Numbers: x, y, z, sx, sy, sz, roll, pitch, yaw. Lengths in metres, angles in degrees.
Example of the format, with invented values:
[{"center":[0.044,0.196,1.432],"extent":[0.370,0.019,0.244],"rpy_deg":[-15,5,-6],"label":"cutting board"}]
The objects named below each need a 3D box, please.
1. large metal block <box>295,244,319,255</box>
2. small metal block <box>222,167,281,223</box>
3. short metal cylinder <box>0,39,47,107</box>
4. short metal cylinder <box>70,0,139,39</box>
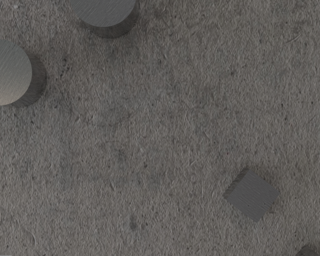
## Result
[{"center":[0.203,0.215,0.399],"extent":[0.080,0.050,0.080],"rpy_deg":[42,90,0],"label":"large metal block"},{"center":[0.120,0.088,0.411],"extent":[0.050,0.025,0.050],"rpy_deg":[38,90,0],"label":"small metal block"},{"center":[-0.194,-0.067,0.396],"extent":[0.081,0.050,0.079],"rpy_deg":[0,90,0],"label":"short metal cylinder"},{"center":[-0.069,-0.161,0.397],"extent":[0.081,0.050,0.079],"rpy_deg":[0,90,0],"label":"short metal cylinder"}]
